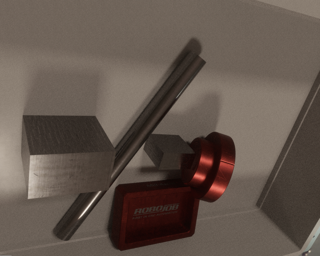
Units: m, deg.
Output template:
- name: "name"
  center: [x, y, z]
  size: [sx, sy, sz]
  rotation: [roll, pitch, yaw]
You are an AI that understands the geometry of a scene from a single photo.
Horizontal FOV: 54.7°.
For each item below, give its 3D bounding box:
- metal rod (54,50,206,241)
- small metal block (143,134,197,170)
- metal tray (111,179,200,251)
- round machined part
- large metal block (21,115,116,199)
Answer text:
- name: "metal rod"
  center: [-0.044, 0.029, 0.404]
  size: [0.025, 0.025, 0.299]
  rotation: [31, 101, -38]
- name: "small metal block"
  center: [0.013, 0.032, 0.421]
  size: [0.050, 0.050, 0.025]
  rotation: [3, 117, -30]
- name: "metal tray"
  center: [-0.004, 0.127, 0.469]
  size: [0.131, 0.030, 0.089]
  rotation: [0, 104, -29]
- name: "round machined part"
  center: [0.062, 0.051, 0.435]
  size: [0.042, 0.098, 0.097]
  rotation: [18, 110, -11]
- name: "large metal block"
  center: [-0.102, 0.027, 0.335]
  size: [0.081, 0.080, 0.050]
  rotation: [-1, 119, -29]
